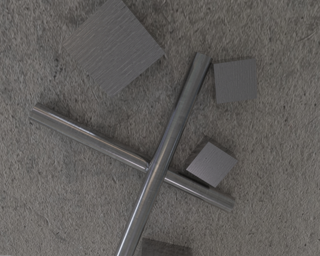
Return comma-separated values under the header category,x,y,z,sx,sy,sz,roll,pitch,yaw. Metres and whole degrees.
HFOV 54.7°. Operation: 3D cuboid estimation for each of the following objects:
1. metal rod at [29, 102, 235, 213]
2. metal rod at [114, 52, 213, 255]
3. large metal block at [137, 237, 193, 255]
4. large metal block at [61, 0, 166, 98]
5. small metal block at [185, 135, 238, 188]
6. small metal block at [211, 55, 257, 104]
category,x,y,z,sx,sy,sz,roll,pitch,yaw
metal rod,-0.030,0.045,0.425,0.301,0.025,0.025,27,108,-10
metal rod,-0.001,0.048,0.402,0.025,0.025,0.298,20,99,-8
large metal block,0.001,0.226,0.480,0.080,0.050,0.079,14,109,-6
large metal block,-0.051,-0.095,0.361,0.080,0.050,0.080,-38,106,13
small metal block,0.070,0.046,0.427,0.050,0.025,0.050,33,107,-12
small metal block,0.092,-0.061,0.388,0.050,0.025,0.050,-8,110,2
